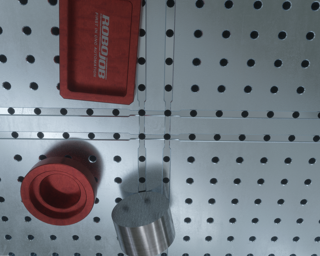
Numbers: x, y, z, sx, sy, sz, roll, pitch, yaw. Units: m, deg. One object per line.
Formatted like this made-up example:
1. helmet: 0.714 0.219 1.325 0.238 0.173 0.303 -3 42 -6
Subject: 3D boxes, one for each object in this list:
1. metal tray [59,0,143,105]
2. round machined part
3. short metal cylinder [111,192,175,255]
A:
1. metal tray: -0.072 -0.097 0.373 0.091 0.030 0.129 5 110 -3
2. round machined part: -0.137 0.084 0.433 0.099 0.042 0.097 0 110 -1
3. short metal cylinder: -0.022 0.133 0.433 0.080 0.080 0.050 -10 110 3
